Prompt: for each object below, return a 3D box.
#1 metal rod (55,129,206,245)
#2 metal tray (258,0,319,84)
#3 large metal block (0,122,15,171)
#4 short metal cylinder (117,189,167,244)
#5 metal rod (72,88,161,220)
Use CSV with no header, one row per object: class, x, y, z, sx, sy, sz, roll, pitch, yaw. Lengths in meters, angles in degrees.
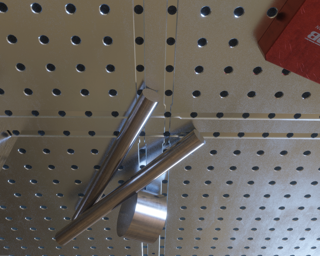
metal rod,-0.056,0.099,0.473,0.299,0.025,0.025,-38,121,20
metal tray,0.186,-0.094,0.331,0.131,0.030,0.089,18,128,-16
large metal block,-0.240,0.021,0.390,0.050,0.080,0.080,-11,130,8
short metal cylinder,-0.030,0.138,0.493,0.050,0.080,0.080,22,127,-18
metal rod,-0.077,0.062,0.463,0.025,0.025,0.298,21,127,-17
